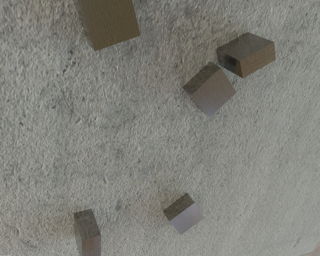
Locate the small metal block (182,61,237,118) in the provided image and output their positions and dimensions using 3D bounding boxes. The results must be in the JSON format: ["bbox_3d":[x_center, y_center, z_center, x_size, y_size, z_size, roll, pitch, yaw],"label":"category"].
[{"bbox_3d":[0.066,-0.051,0.412,0.050,0.025,0.050,-43,130,2],"label":"small metal block"}]

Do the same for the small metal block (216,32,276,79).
[{"bbox_3d":[0.108,-0.093,0.392,0.050,0.050,0.025,-30,129,-10],"label":"small metal block"}]

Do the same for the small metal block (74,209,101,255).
[{"bbox_3d":[-0.101,0.150,0.428,0.025,0.050,0.050,-8,122,-24],"label":"small metal block"}]

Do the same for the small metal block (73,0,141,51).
[{"bbox_3d":[-0.053,-0.111,0.309,0.050,0.025,0.050,-24,127,-14],"label":"small metal block"}]

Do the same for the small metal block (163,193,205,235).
[{"bbox_3d":[0.040,0.144,0.518,0.050,0.025,0.050,-36,129,-5],"label":"small metal block"}]
